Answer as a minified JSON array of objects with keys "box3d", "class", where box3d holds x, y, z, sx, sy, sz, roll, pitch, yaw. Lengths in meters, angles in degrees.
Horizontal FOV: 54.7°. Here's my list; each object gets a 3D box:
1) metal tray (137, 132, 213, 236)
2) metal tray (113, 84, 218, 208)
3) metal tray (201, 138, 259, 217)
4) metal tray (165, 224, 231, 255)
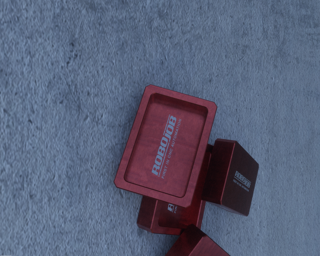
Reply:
[{"box3d":[0.026,0.077,0.422,0.091,0.030,0.129,21,77,-38],"class":"metal tray"},{"box3d":[0.008,0.021,0.373,0.090,0.030,0.130,16,76,4],"class":"metal tray"},{"box3d":[0.111,0.079,0.471,0.130,0.030,0.090,36,67,-52],"class":"metal tray"},{"box3d":[0.055,0.200,0.424,0.090,0.030,0.130,-50,127,-11],"class":"metal tray"}]
